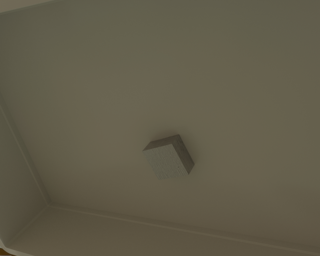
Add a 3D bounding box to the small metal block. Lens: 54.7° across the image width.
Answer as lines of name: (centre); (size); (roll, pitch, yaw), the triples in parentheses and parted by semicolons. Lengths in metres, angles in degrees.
small metal block: (0.012, 0.041, 0.427); (0.050, 0.025, 0.050); (-17, 110, 34)
